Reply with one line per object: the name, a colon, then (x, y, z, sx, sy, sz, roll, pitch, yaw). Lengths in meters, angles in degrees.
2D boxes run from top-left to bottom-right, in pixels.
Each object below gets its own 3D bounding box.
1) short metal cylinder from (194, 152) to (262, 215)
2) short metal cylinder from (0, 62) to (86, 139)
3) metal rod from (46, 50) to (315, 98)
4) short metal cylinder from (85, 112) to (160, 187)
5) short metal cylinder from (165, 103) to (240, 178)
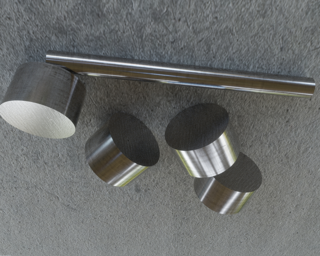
short metal cylinder: (0.094, 0.073, 0.434, 0.081, 0.080, 0.050, 12, 129, -10)
short metal cylinder: (-0.129, -0.029, 0.348, 0.080, 0.050, 0.080, 6, 151, 4)
metal rod: (0.027, -0.061, 0.355, 0.302, 0.025, 0.025, 5, 130, -5)
short metal cylinder: (-0.047, 0.027, 0.394, 0.080, 0.080, 0.050, 35, 122, -26)
short metal cylinder: (0.053, 0.014, 0.384, 0.080, 0.080, 0.050, -19, 128, 15)
